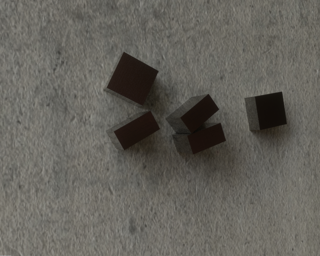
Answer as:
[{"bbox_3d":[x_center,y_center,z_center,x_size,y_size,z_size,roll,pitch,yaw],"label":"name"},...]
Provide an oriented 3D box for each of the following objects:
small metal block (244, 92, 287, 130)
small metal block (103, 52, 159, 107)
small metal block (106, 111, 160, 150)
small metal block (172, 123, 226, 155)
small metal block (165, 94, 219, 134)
[{"bbox_3d":[0.161,-0.026,0.470,0.050,0.025,0.050,-11,94,-20],"label":"small metal block"},{"bbox_3d":[-0.037,-0.061,0.396,0.050,0.025,0.050,26,81,-19],"label":"small metal block"},{"bbox_3d":[-0.035,0.002,0.384,0.050,0.050,0.025,-31,101,-18],"label":"small metal block"},{"bbox_3d":[0.051,0.013,0.416,0.050,0.050,0.025,-20,97,-19],"label":"small metal block"},{"bbox_3d":[0.042,-0.019,0.412,0.050,0.050,0.025,-40,103,-16],"label":"small metal block"}]
